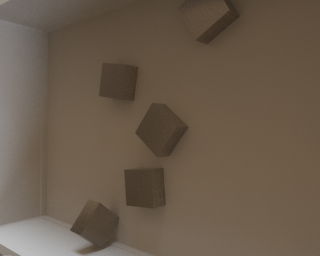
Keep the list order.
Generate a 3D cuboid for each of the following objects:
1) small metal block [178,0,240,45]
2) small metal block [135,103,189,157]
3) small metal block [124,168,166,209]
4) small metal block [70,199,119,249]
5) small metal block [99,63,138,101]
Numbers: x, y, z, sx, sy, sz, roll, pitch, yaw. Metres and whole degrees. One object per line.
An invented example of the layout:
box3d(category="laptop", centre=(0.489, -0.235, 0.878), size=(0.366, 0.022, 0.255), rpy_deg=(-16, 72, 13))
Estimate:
box3d(category="small metal block", centre=(0.056, -0.135, 0.361), size=(0.050, 0.025, 0.050), rpy_deg=(-37, 68, 34))
box3d(category="small metal block", centre=(0.001, 0.002, 0.406), size=(0.050, 0.025, 0.050), rpy_deg=(46, 117, 30))
box3d(category="small metal block", centre=(-0.021, 0.081, 0.424), size=(0.050, 0.025, 0.050), rpy_deg=(-6, 86, 40))
box3d(category="small metal block", centre=(-0.095, 0.141, 0.456), size=(0.025, 0.050, 0.050), rpy_deg=(4, 55, 40))
box3d(category="small metal block", centre=(-0.062, -0.068, 0.458), size=(0.050, 0.025, 0.050), rpy_deg=(13, 98, 39))
